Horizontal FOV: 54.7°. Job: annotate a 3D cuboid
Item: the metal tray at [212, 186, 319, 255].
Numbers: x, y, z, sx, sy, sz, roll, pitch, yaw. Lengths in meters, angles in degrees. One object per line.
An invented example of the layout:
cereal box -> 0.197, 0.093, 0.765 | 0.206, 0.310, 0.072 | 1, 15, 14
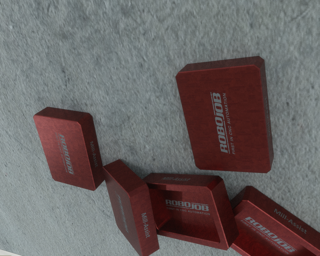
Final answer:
metal tray -> 0.145, 0.146, 0.416 | 0.130, 0.030, 0.089 | 35, 129, 4

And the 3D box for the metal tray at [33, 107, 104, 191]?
metal tray -> -0.143, 0.034, 0.498 | 0.090, 0.030, 0.129 | 9, 122, 23

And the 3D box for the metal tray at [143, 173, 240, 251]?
metal tray -> 0.035, 0.110, 0.426 | 0.130, 0.030, 0.089 | -6, 107, 44

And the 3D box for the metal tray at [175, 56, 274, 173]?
metal tray -> 0.077, -0.011, 0.356 | 0.090, 0.030, 0.129 | -1, 118, 28

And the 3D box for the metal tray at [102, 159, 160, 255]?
metal tray -> -0.045, 0.123, 0.473 | 0.090, 0.030, 0.129 | 32, 137, 50
